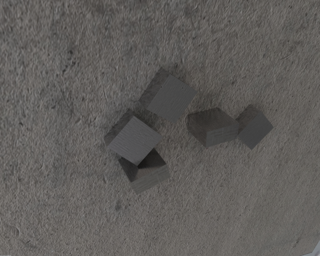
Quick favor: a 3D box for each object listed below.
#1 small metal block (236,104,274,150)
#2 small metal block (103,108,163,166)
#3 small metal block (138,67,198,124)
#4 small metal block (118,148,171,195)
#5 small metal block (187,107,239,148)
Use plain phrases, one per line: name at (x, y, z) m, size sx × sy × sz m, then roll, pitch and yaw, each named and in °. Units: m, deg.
small metal block at (0.142, -0.001, 0.484) m, size 0.050 × 0.025 × 0.050 m, roll -47°, pitch 129°, yaw 5°
small metal block at (-0.034, 0.012, 0.391) m, size 0.050 × 0.025 × 0.050 m, roll 37°, pitch 97°, yaw -31°
small metal block at (0.010, -0.040, 0.388) m, size 0.050 × 0.025 × 0.050 m, roll 26°, pitch 104°, yaw -37°
small metal block at (-0.021, 0.054, 0.412) m, size 0.050 × 0.050 × 0.025 m, roll -26°, pitch 128°, yaw -12°
small metal block at (0.072, -0.002, 0.429) m, size 0.050 × 0.050 × 0.025 m, roll -14°, pitch 124°, yaw -21°
